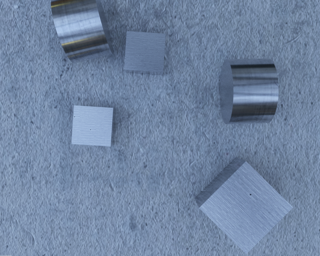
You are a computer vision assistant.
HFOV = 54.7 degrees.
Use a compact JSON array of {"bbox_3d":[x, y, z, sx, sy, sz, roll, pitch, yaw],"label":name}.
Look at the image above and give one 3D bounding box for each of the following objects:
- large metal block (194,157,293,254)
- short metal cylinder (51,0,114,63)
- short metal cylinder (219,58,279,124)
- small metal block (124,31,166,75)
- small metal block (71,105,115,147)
[{"bbox_3d":[0.104,0.096,0.399,0.080,0.050,0.080,45,90,0],"label":"large metal block"},{"bbox_3d":[-0.093,-0.125,0.382,0.050,0.080,0.080,-14,90,0],"label":"short metal cylinder"},{"bbox_3d":[0.107,-0.045,0.383,0.050,0.080,0.080,-1,90,0],"label":"short metal cylinder"},{"bbox_3d":[-0.019,-0.098,0.410,0.050,0.025,0.050,4,90,0],"label":"small metal block"},{"bbox_3d":[-0.087,-0.003,0.409,0.050,0.025,0.050,4,90,0],"label":"small metal block"}]
